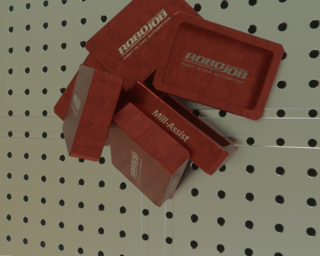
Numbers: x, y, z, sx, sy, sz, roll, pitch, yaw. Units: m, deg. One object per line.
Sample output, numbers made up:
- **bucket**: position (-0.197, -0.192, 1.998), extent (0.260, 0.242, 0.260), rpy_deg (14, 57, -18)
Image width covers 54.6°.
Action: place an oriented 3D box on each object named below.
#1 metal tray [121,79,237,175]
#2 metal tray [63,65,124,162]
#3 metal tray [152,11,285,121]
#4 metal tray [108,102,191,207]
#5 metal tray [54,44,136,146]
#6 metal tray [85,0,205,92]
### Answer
- **metal tray**: position (0.026, -0.003, 0.368), extent (0.130, 0.090, 0.030), rpy_deg (40, 103, 15)
- **metal tray**: position (-0.084, -0.024, 0.362), extent (0.030, 0.130, 0.090), rpy_deg (16, 97, -23)
- **metal tray**: position (0.065, -0.070, 0.361), extent (0.131, 0.030, 0.090), rpy_deg (17, 96, -4)
- **metal tray**: position (-0.018, 0.037, 0.368), extent (0.090, 0.129, 0.030), rpy_deg (40, 64, 15)
- **metal tray**: position (-0.081, -0.048, 0.439), extent (0.090, 0.030, 0.130), rpy_deg (40, 103, 14)
- **metal tray**: position (-0.017, -0.114, 0.397), extent (0.130, 0.030, 0.090), rpy_deg (-42, 80, 0)
